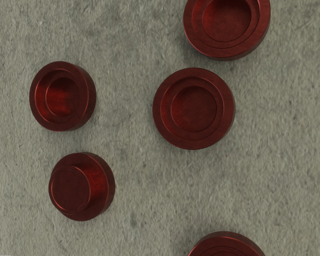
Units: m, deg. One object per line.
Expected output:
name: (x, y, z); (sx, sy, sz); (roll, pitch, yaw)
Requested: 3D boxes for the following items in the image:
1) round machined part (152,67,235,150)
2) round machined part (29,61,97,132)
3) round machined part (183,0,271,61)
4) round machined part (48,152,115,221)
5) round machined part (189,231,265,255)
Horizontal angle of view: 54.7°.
round machined part: (0.044, -0.023, 0.384); (0.098, 0.042, 0.097); (0, 90, 19)
round machined part: (-0.134, -0.043, 0.446); (0.098, 0.042, 0.097); (0, 90, 19)
round machined part: (0.081, -0.128, 0.371); (0.098, 0.042, 0.097); (0, 90, 19)
round machined part: (-0.117, 0.084, 0.440); (0.098, 0.042, 0.097); (0, 90, 19)
round machined part: (0.082, 0.172, 0.371); (0.098, 0.042, 0.097); (0, 90, 19)
